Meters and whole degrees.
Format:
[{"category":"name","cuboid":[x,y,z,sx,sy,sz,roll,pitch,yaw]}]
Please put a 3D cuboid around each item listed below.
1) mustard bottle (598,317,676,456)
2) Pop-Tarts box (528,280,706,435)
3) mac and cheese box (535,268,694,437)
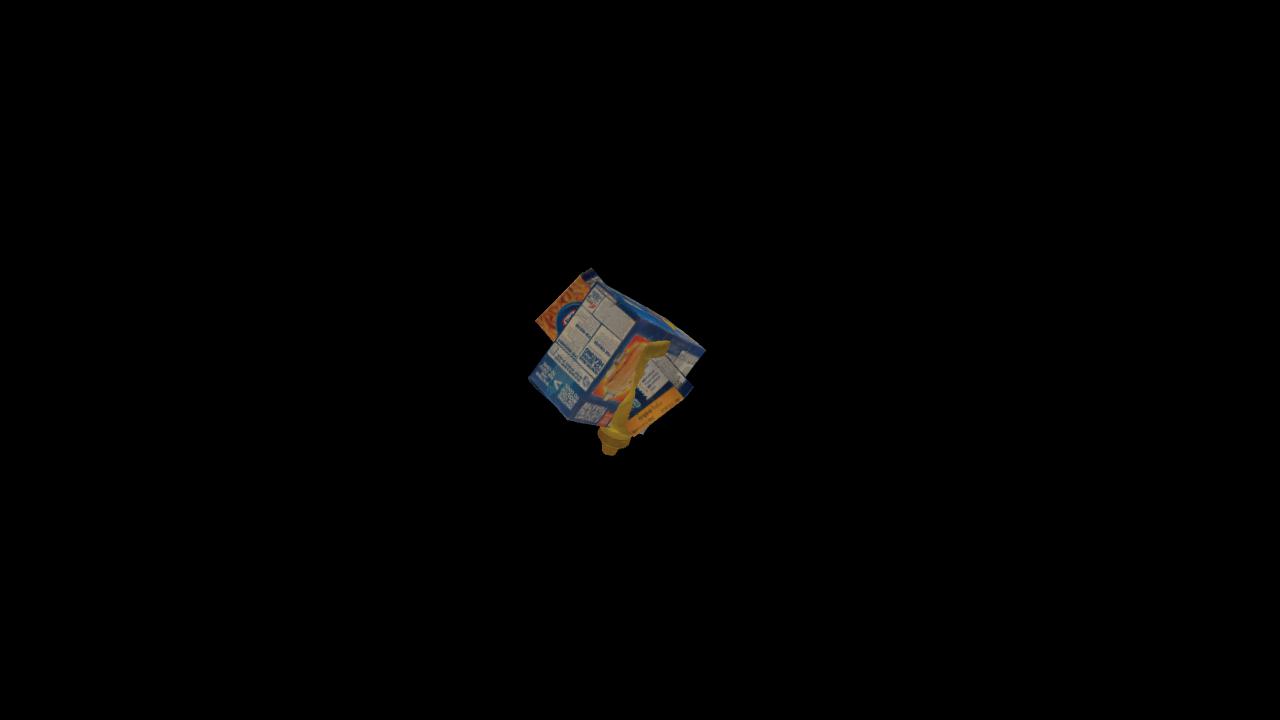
[{"category":"mustard bottle","cuboid":[-0.013,0.041,0.749,0.054,0.184,0.092,24,26,10]},{"category":"Pop-Tarts box","cuboid":[-0.022,0.004,0.738,0.083,0.141,0.167,41,11,31]},{"category":"mac and cheese box","cuboid":[-0.031,-0.007,0.724,0.093,0.184,0.041,-40,1,33]}]
